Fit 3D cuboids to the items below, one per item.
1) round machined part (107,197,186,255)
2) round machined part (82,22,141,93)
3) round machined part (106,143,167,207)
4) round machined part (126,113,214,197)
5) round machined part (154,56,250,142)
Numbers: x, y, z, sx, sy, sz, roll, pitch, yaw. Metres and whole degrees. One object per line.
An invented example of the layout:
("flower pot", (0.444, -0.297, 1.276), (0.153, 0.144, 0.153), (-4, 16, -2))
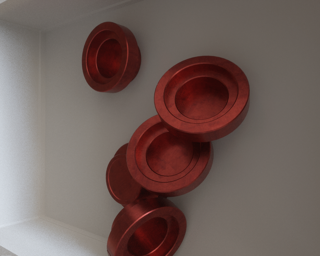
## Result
("round machined part", (-0.019, 0.126, 0.375), (0.042, 0.099, 0.097), (35, 112, 49))
("round machined part", (-0.066, -0.099, 0.448), (0.098, 0.042, 0.097), (0, 90, 39))
("round machined part", (-0.036, 0.068, 0.424), (0.098, 0.042, 0.097), (0, 90, 39))
("round machined part", (0.014, 0.033, 0.364), (0.098, 0.042, 0.098), (-8, 61, 15))
("round machined part", (0.046, -0.028, 0.336), (0.098, 0.042, 0.098), (-7, 59, 12))
